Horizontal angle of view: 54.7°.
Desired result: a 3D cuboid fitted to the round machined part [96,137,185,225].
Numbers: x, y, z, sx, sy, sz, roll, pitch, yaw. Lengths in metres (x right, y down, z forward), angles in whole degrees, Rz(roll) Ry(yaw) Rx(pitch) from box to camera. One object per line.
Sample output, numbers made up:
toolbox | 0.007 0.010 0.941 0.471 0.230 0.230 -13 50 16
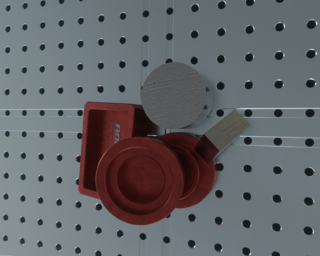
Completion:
round machined part | -0.020 0.058 0.359 0.098 0.042 0.097 0 92 9

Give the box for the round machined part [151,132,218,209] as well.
round machined part | 0.021 0.054 0.394 0.098 0.042 0.097 0 90 19

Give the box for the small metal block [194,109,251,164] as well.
small metal block | 0.072 0.011 0.363 0.050 0.050 0.025 -37 76 -20

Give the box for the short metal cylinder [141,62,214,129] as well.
short metal cylinder | 0.023 -0.038 0.390 0.080 0.050 0.079 0 90 19

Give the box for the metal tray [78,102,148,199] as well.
metal tray | -0.065 0.031 0.420 0.090 0.030 0.129 6 92 34
